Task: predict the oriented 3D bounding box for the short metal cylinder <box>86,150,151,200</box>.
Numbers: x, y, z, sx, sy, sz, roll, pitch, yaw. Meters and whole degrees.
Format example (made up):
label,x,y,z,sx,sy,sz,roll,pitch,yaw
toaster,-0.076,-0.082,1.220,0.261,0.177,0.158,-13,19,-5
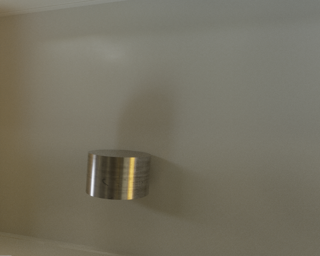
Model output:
label,x,y,z,sx,sy,sz,roll,pitch,yaw
short metal cylinder,-0.053,0.057,0.399,0.080,0.080,0.050,4,92,19
